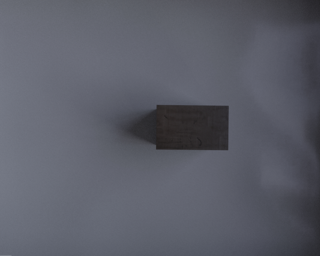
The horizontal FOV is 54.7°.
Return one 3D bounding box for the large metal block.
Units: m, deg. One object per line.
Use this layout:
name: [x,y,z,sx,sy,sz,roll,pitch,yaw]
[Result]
large metal block: [0.036,-0.001,0.384,0.081,0.080,0.050,1,90,-1]
